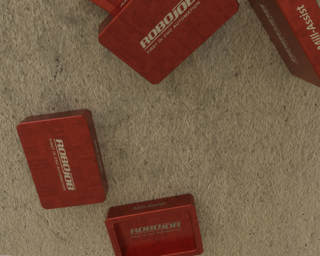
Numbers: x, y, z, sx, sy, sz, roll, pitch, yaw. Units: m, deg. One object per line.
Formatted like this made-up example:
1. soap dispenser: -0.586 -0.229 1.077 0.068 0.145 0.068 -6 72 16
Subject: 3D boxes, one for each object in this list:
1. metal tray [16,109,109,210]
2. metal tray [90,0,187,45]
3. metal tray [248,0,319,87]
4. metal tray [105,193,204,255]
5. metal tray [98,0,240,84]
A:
1. metal tray: -0.128 0.044 0.422 0.091 0.030 0.129 -8 110 2
2. metal tray: -0.026 -0.165 0.345 0.131 0.030 0.090 30 107 -11
3. metal tray: 0.143 -0.110 0.335 0.030 0.090 0.130 -34 107 12
4. metal tray: -0.007 0.154 0.463 0.131 0.030 0.089 -11 110 3
5. metal tray: 0.007 -0.119 0.338 0.130 0.030 0.090 -40 125 22
